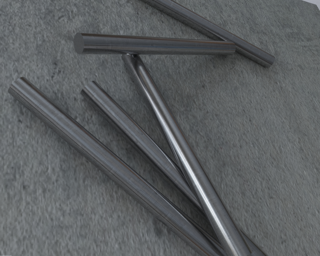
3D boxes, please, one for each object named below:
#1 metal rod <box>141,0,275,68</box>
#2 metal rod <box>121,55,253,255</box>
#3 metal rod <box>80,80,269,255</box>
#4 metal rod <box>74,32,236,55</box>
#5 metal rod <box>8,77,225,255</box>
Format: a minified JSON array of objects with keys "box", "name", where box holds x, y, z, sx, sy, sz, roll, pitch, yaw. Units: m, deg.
[{"box":[0.080,-0.186,0.562,0.302,0.025,0.025,23,53,-14],"name":"metal rod"},{"box":[0.020,0.015,0.382,0.025,0.025,0.299,-10,59,-33],"name":"metal rod"},{"box":[0.016,0.056,0.379,0.300,0.025,0.025,45,51,3],"name":"metal rod"},{"box":[0.016,-0.122,0.465,0.302,0.025,0.025,-11,68,-41],"name":"metal rod"},{"box":[-0.046,0.050,0.349,0.300,0.025,0.025,41,51,-1],"name":"metal rod"}]
